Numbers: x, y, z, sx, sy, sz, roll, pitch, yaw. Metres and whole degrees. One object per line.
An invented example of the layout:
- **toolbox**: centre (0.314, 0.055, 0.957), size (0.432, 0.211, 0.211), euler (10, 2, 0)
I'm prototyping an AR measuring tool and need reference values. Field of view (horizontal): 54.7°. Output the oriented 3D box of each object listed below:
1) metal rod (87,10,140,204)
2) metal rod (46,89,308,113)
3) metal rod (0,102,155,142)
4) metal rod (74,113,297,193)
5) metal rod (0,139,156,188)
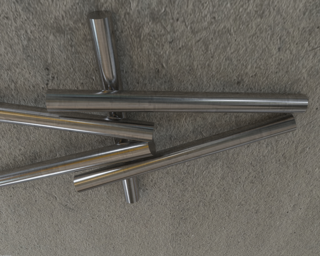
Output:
- **metal rod**: centre (-0.053, -0.001, 0.407), size (0.025, 0.025, 0.298), euler (-3, 130, 2)
- **metal rod**: centre (0.027, -0.030, 0.362), size (0.302, 0.025, 0.025), euler (0, 131, -9)
- **metal rod**: centre (-0.158, -0.015, 0.375), size (0.302, 0.025, 0.025), euler (8, 130, 0)
- **metal rod**: centre (0.030, 0.035, 0.418), size (0.301, 0.025, 0.025), euler (-17, 129, 5)
- **metal rod**: centre (-0.150, 0.056, 0.436), size (0.301, 0.025, 0.025), euler (-13, 129, 18)
